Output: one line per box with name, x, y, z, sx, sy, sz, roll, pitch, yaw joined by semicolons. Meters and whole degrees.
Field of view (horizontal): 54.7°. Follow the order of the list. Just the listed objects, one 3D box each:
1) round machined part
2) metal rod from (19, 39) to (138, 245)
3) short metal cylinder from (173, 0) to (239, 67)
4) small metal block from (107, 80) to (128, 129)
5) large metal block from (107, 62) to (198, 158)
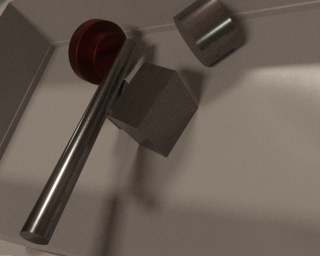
round machined part;-0.084;-0.112;0.470;0.042;0.098;0.098;25;75;37
metal rod;-0.075;-0.015;0.360;0.025;0.025;0.300;-8;43;24
short metal cylinder;0.062;-0.130;0.417;0.050;0.080;0.080;-35;52;5
small metal block;-0.053;-0.032;0.435;0.025;0.050;0.050;-2;61;27
large metal block;-0.005;-0.021;0.385;0.050;0.080;0.080;23;74;36
